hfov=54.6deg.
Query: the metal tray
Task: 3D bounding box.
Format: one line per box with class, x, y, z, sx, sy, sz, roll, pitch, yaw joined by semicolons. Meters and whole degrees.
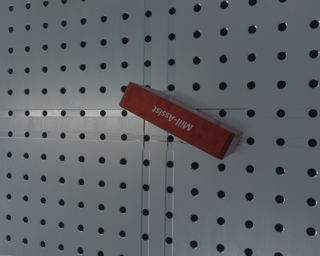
metal tray;0.028;-0.010;0.368;0.130;0.090;0.030;28;100;18
